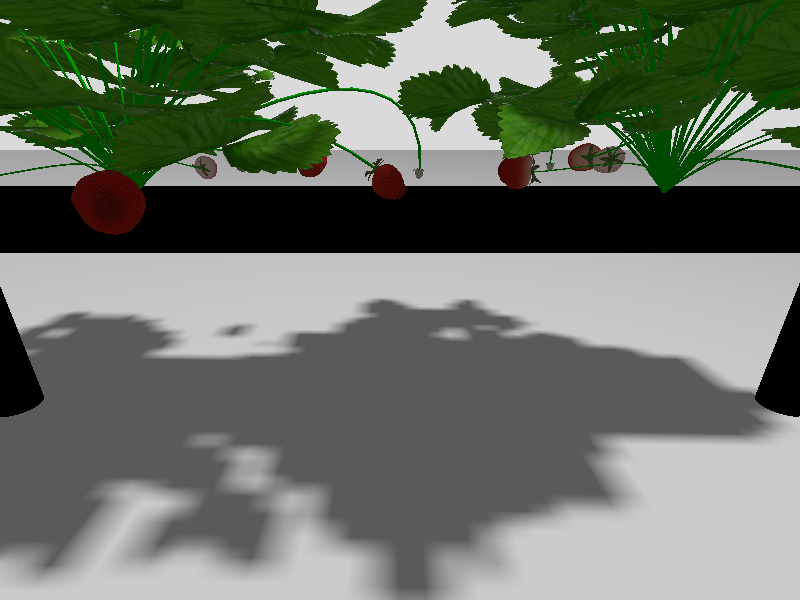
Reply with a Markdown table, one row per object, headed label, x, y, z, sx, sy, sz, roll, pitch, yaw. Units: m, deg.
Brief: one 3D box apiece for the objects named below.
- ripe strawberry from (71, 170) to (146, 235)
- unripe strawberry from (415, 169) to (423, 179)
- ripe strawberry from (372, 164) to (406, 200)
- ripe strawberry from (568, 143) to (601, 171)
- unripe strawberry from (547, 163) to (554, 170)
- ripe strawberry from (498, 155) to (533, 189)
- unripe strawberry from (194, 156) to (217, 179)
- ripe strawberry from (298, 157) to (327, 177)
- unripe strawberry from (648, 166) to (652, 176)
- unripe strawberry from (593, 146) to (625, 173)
| label | x | y | z | sx | sy | sz | roll | pitch | yaw |
| --- | --- | --- | --- | --- | --- | --- | --- | --- | --- |
| ripe strawberry | -0.137 | -0.045 | 0.189 | 0.029 | 0.030 | 0.031 | -12 | 25 | -27 |
| unripe strawberry | 0.021 | -0.140 | 0.443 | 0.010 | 0.010 | 0.011 | -10 | 24 | -23 |
| ripe strawberry | -0.008 | -0.087 | 0.298 | 0.027 | 0.023 | 0.027 | 41 | 24 | -6 |
| ripe strawberry | 0.253 | -0.197 | 0.552 | 0.042 | 0.036 | 0.042 | 3 | 21 | 6 |
| unripe strawberry | 0.195 | -0.173 | 0.521 | 0.009 | 0.010 | 0.010 | -3 | 22 | -8 |
| ripe strawberry | 0.104 | -0.117 | 0.361 | 0.030 | 0.032 | 0.028 | 4 | 22 | 12 |
| unripe strawberry | -0.223 | -0.154 | 0.464 | 0.024 | 0.025 | 0.026 | 0 | 21 | 1 |
| ripe strawberry | -0.102 | -0.164 | 0.469 | 0.034 | 0.039 | 0.037 | 17 | 27 | 37 |
| unripe strawberry | 0.302 | -0.154 | 0.474 | 0.016 | 0.016 | 0.014 | 11 | 24 | 26 |
| unripe strawberry | 0.269 | -0.182 | 0.520 | 0.038 | 0.032 | 0.038 | 5 | 16 | 12 |
